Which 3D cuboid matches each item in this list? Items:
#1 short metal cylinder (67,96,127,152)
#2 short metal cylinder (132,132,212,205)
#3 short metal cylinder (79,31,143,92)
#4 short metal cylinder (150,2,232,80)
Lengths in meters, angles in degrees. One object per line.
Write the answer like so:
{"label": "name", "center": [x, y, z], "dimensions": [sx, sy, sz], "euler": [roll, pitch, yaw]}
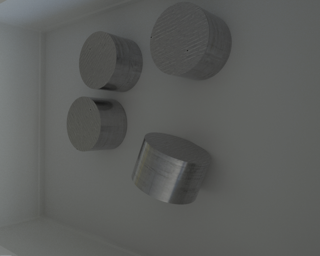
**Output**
{"label": "short metal cylinder", "center": [-0.096, -0.006, 0.467], "dimensions": [0.080, 0.050, 0.079], "euler": [0, 90, 39]}
{"label": "short metal cylinder", "center": [0.013, 0.044, 0.359], "dimensions": [0.080, 0.081, 0.050], "euler": [30, 109, 35]}
{"label": "short metal cylinder", "center": [-0.071, -0.094, 0.447], "dimensions": [0.080, 0.050, 0.079], "euler": [0, 90, 39]}
{"label": "short metal cylinder", "center": [0.035, -0.098, 0.360], "dimensions": [0.080, 0.050, 0.079], "euler": [0, 90, 39]}
